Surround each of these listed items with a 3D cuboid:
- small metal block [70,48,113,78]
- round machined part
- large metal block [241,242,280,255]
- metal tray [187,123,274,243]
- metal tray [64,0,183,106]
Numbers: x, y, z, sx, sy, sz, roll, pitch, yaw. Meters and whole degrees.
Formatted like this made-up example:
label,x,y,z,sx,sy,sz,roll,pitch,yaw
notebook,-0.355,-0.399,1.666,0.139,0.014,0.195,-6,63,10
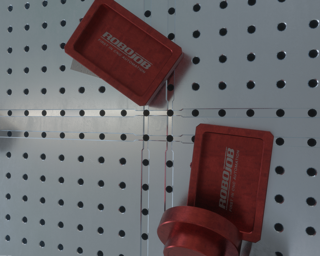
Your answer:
label,x,y,z,sx,sy,sz,roll,pitch,yaw
small metal block,-0.095,-0.101,0.446,0.050,0.025,0.050,19,96,19
round machined part,0.042,0.137,0.360,0.098,0.042,0.097,14,137,13
large metal block,0.101,0.181,0.348,0.050,0.080,0.080,35,101,16
metal tray,0.084,0.063,0.379,0.090,0.030,0.129,7,92,19
metal tray,-0.047,-0.100,0.407,0.130,0.030,0.090,36,97,3
